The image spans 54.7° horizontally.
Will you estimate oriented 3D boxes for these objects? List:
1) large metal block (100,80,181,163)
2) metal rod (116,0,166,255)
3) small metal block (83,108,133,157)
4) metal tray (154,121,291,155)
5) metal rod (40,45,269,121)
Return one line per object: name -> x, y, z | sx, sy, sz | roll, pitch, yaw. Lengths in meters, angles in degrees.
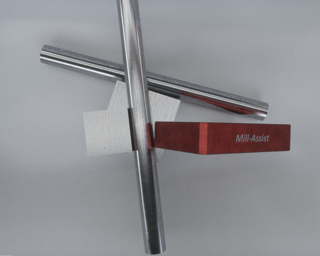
large metal block -> -0.026, -0.008, 0.397 | 0.080, 0.050, 0.080 | 18, 90, -1
metal rod -> -0.022, -0.006, 0.360 | 0.025, 0.025, 0.298 | -6, 90, 0
small metal block -> -0.059, 0.005, 0.359 | 0.050, 0.025, 0.050 | -6, 90, -1
metal tray -> 0.071, 0.009, 0.352 | 0.131, 0.090, 0.030 | 1, 91, -32
metal rod -> -0.007, -0.060, 0.410 | 0.302, 0.025, 0.025 | 15, 90, -1
